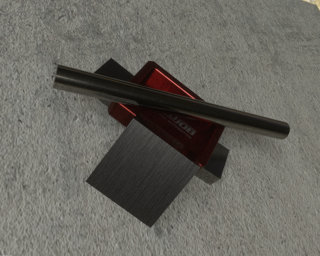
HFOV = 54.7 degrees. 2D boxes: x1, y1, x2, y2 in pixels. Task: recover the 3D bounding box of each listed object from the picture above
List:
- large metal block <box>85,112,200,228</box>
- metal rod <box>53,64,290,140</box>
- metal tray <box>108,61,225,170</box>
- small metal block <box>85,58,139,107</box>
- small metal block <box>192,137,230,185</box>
[{"bbox_3d":[-0.016,0.041,0.326,0.080,0.080,0.050,37,9,-4],"label":"large metal block"},{"bbox_3d":[0.032,-0.024,0.368,0.302,0.025,0.025,12,57,-22],"label":"metal rod"},{"bbox_3d":[0.013,-0.015,0.387,0.130,0.030,0.090,37,51,-3],"label":"metal tray"},{"bbox_3d":[-0.062,-0.057,0.407,0.050,0.025,0.050,38,51,-3],"label":"small metal block"},{"bbox_3d":[0.060,0.040,0.415,0.050,0.025,0.050,33,51,-7],"label":"small metal block"}]
